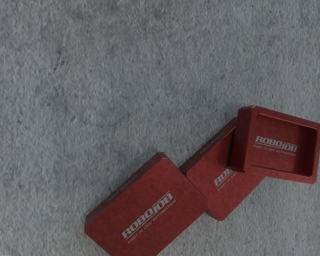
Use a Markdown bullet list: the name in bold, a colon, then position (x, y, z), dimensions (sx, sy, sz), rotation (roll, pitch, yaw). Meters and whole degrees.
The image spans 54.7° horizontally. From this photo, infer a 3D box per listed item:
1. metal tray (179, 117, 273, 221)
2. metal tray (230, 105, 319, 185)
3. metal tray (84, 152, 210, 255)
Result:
- **metal tray**: position (0.099, 0.056, 0.445), dimensions (0.130, 0.030, 0.090), rotation (-40, 103, -16)
- **metal tray**: position (0.166, 0.026, 0.437), dimensions (0.131, 0.030, 0.090), rotation (12, 84, -22)
- **metal tray**: position (-0.016, 0.105, 0.385), dimensions (0.130, 0.030, 0.090), rotation (-42, 104, -1)
